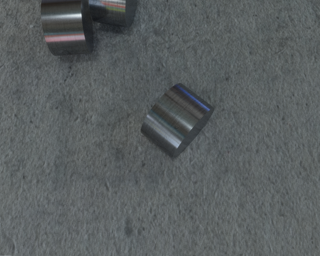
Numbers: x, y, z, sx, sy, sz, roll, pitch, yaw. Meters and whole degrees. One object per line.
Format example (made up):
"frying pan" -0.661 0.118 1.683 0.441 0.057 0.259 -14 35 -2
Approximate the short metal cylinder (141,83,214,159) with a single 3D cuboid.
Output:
"short metal cylinder" 0.022 -0.008 0.382 0.050 0.080 0.080 39 75 13

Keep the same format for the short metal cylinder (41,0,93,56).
"short metal cylinder" -0.126 -0.142 0.429 0.050 0.080 0.080 -4 70 -2

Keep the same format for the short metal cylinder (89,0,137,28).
"short metal cylinder" -0.065 -0.190 0.448 0.050 0.080 0.080 10 70 3
